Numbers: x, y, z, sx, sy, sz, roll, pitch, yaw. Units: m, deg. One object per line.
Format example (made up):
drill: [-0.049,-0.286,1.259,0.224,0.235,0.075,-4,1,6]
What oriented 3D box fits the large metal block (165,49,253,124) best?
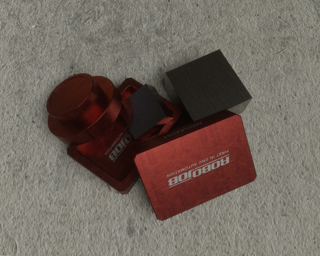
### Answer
large metal block: [0.061,-0.046,0.413,0.080,0.050,0.080,-25,72,-9]

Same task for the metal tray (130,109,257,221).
metal tray: [0.041,0.043,0.367,0.131,0.030,0.090,-22,108,-7]

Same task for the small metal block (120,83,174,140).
small metal block: [-0.019,-0.020,0.392,0.050,0.025,0.050,-36,74,17]

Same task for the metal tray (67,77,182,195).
metal tray: [-0.043,0.008,0.402,0.090,0.030,0.130,33,73,11]

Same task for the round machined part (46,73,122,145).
round machined part: [-0.101,-0.030,0.388,0.098,0.042,0.098,-15,49,18]
